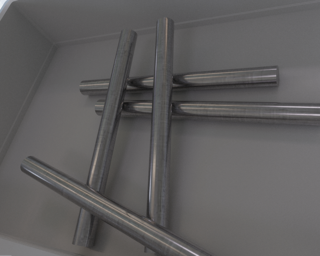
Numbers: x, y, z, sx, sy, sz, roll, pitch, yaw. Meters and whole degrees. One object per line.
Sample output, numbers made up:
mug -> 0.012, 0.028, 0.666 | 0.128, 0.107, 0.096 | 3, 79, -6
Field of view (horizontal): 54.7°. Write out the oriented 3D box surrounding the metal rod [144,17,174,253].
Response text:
metal rod -> 0.002, -0.007, 0.381 | 0.025, 0.025, 0.299 | -8, 67, 24

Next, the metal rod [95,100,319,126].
metal rod -> 0.040, -0.022, 0.398 | 0.300, 0.025, 0.025 | 4, 64, 29

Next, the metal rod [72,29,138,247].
metal rod -> -0.069, 0.000, 0.416 | 0.025, 0.025, 0.299 | -1, 69, 28

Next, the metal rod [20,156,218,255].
metal rod -> -0.056, 0.090, 0.340 | 0.300, 0.025, 0.025 | 19, 72, 32

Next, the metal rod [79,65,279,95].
metal rod -> 0.008, -0.064, 0.440 | 0.300, 0.025, 0.025 | 1, 62, 28
